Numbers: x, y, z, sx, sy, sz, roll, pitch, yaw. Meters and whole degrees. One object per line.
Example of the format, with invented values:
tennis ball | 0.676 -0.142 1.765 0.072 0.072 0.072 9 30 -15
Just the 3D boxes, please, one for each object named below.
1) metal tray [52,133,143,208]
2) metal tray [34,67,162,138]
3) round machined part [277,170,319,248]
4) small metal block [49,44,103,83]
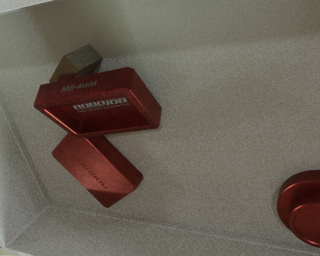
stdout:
metal tray | -0.101 0.059 0.493 0.130 0.030 0.090 46 129 -5
metal tray | -0.075 -0.026 0.386 0.130 0.030 0.090 -7 149 21
round machined part | 0.188 0.101 0.361 0.098 0.042 0.097 13 124 20
small metal block | -0.109 -0.076 0.401 0.025 0.050 0.050 45 129 -3
